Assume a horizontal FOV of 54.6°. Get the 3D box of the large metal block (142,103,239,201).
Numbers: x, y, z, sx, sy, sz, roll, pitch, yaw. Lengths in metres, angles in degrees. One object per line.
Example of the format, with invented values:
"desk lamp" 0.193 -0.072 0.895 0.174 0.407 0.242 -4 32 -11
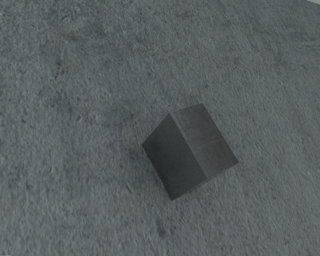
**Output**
"large metal block" 0.032 0.029 0.367 0.050 0.080 0.080 -18 72 -35
